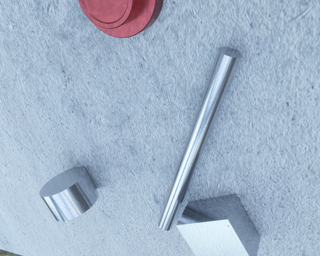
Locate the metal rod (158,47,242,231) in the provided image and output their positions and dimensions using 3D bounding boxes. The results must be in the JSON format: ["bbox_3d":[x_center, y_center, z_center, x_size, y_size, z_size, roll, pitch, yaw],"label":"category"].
[{"bbox_3d":[0.041,0.038,0.407,0.025,0.025,0.298,25,127,12],"label":"metal rod"}]

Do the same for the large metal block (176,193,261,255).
[{"bbox_3d":[0.083,0.145,0.436,0.080,0.050,0.080,-20,108,35],"label":"large metal block"}]

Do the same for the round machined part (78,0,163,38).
[{"bbox_3d":[-0.049,-0.145,0.331,0.098,0.042,0.097,13,124,20],"label":"round machined part"}]

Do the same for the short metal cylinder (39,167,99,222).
[{"bbox_3d":[-0.150,0.108,0.515,0.080,0.080,0.050,-10,113,32],"label":"short metal cylinder"}]
